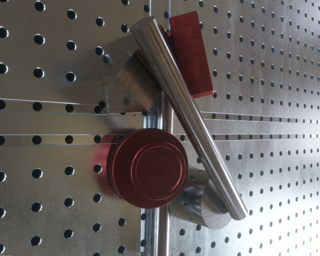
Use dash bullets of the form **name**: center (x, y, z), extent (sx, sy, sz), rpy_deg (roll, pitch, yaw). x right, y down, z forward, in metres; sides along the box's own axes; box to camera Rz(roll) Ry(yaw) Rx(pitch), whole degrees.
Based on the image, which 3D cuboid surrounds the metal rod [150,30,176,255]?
- **metal rod**: center (0.004, 0.020, 0.415), extent (0.025, 0.025, 0.298), rpy_deg (3, 88, -40)

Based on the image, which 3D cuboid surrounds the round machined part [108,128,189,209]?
- **round machined part**: center (-0.009, 0.049, 0.372), extent (0.099, 0.042, 0.097), rpy_deg (0, 90, -23)

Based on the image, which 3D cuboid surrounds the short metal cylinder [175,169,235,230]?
- **short metal cylinder**: center (0.069, 0.102, 0.454), extent (0.081, 0.050, 0.079), rpy_deg (0, 90, -40)

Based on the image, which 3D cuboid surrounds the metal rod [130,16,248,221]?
- **metal rod**: center (0.048, 0.014, 0.360), extent (0.025, 0.025, 0.299), rpy_deg (-51, 128, -28)

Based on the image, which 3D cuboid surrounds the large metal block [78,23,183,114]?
- **large metal block**: center (-0.032, -0.064, 0.349), extent (0.050, 0.080, 0.080), rpy_deg (49, 61, -29)

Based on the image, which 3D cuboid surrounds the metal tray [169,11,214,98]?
- **metal tray**: center (0.041, -0.090, 0.391), extent (0.130, 0.030, 0.089), rpy_deg (-63, 140, -75)
